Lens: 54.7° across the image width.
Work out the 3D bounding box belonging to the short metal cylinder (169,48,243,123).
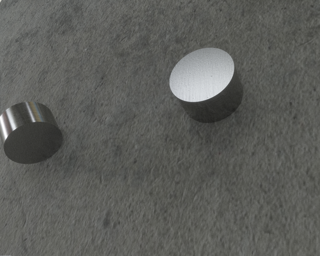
[{"bbox_3d":[0.059,-0.053,0.389,0.080,0.050,0.080,-13,56,20],"label":"short metal cylinder"}]

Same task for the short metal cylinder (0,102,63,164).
[{"bbox_3d":[-0.194,0.008,0.463,0.080,0.080,0.050,-40,51,1],"label":"short metal cylinder"}]
